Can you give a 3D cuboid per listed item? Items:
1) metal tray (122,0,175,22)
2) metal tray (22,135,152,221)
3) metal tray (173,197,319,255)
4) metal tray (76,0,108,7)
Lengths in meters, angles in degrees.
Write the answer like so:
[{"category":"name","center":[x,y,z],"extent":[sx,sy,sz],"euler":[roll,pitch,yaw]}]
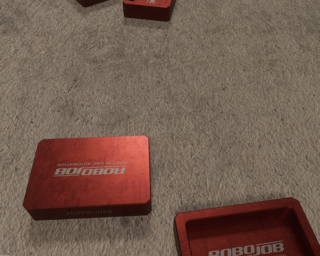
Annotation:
[{"category":"metal tray","center":[-0.015,-0.266,0.622],"extent":[0.090,0.030,0.130],"euler":[8,50,6]},{"category":"metal tray","center":[-0.076,0.054,0.353],"extent":[0.131,0.030,0.090],"euler":[-2,50,-2]},{"category":"metal tray","center":[0.085,0.121,0.298],"extent":[0.131,0.030,0.090],"euler":[-6,50,-6]},{"category":"metal tray","center":[-0.153,-0.309,0.657],"extent":[0.091,0.030,0.130],"euler":[-29,56,-22]}]
